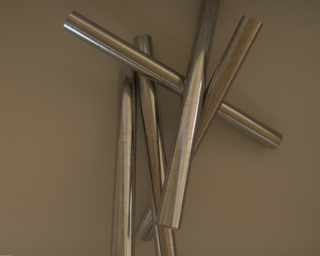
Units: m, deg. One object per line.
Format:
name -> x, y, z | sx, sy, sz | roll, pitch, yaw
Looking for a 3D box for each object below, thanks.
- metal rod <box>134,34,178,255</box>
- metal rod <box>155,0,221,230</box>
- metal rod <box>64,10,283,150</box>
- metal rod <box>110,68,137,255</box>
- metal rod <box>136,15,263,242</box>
metal rod -> -0.006, 0.027, 0.380 | 0.025, 0.025, 0.299 | -6, 78, -1
metal rod -> 0.038, -0.039, 0.356 | 0.025, 0.025, 0.299 | 13, 67, 0
metal rod -> 0.025, -0.053, 0.384 | 0.301, 0.025, 0.025 | 29, 90, -11
metal rod -> -0.040, 0.062, 0.348 | 0.025, 0.025, 0.299 | -1, 64, 0
metal rod -> 0.040, 0.012, 0.377 | 0.025, 0.025, 0.298 | 25, 103, -1
